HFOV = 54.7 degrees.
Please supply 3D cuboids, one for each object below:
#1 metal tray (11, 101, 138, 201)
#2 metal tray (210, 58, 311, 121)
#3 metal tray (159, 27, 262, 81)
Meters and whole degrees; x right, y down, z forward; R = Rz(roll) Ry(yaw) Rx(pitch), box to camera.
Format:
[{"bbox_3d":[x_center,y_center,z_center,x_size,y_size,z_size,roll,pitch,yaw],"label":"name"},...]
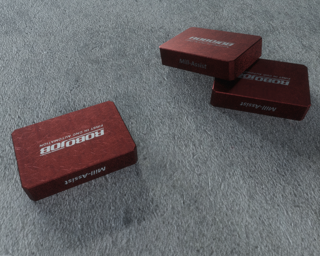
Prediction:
[{"bbox_3d":[-0.104,0.023,0.380,0.131,0.030,0.090,-19,53,-16],"label":"metal tray"},{"bbox_3d":[0.146,-0.063,0.453,0.131,0.030,0.090,11,51,8],"label":"metal tray"},{"bbox_3d":[0.076,-0.118,0.474,0.130,0.030,0.091,22,47,35],"label":"metal tray"}]
